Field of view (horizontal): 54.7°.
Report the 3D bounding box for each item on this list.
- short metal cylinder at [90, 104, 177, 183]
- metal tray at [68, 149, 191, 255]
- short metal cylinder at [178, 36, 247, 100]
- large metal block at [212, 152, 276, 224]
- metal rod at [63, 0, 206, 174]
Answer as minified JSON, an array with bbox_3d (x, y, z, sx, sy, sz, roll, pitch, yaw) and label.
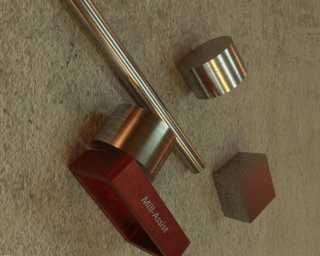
[{"bbox_3d":[-0.029,0.018,0.345,0.080,0.080,0.050,47,62,-30],"label":"short metal cylinder"},{"bbox_3d":[-0.033,0.084,0.334,0.030,0.090,0.130,-46,118,-30],"label":"metal tray"},{"bbox_3d":[0.073,-0.084,0.430,0.080,0.080,0.050,-49,119,-29],"label":"short metal cylinder"},{"bbox_3d":[0.138,0.094,0.505,0.081,0.050,0.080,-29,109,-36],"label":"large metal block"},{"bbox_3d":[-0.025,-0.050,0.383,0.025,0.025,0.300,-52,120,-27],"label":"metal rod"}]
